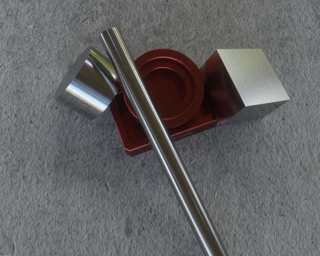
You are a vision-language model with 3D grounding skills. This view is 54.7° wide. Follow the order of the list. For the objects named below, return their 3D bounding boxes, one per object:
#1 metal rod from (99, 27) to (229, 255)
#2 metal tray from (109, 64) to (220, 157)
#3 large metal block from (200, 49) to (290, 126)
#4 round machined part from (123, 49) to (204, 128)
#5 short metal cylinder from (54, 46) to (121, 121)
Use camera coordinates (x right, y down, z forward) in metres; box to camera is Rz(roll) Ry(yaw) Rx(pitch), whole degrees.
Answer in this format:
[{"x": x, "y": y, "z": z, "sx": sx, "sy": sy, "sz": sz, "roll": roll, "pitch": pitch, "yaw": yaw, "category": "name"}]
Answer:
[{"x": 0.006, "y": 0.026, "z": 0.354, "sx": 0.025, "sy": 0.025, "sz": 0.299, "roll": -26, "pitch": 89, "yaw": -9, "category": "metal rod"}, {"x": 0.003, "y": -0.026, "z": 0.416, "sx": 0.131, "sy": 0.030, "sz": 0.090, "roll": -19, "pitch": 71, "yaw": -8, "category": "metal tray"}, {"x": 0.105, "y": -0.054, "z": 0.399, "sx": 0.081, "sy": 0.050, "sz": 0.080, "roll": -10, "pitch": 68, "yaw": -32, "category": "large metal block"}, {"x": 0.003, "y": -0.046, "z": 0.392, "sx": 0.099, "sy": 0.042, "sz": 0.097, "roll": 0, "pitch": 85, "yaw": -5, "category": "round machined part"}, {"x": -0.089, "y": -0.056, "z": 0.393, "sx": 0.050, "sy": 0.080, "sz": 0.080, "roll": 35, "pitch": 69, "yaw": -26, "category": "short metal cylinder"}]
